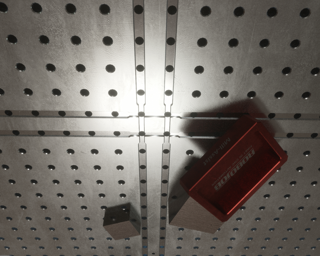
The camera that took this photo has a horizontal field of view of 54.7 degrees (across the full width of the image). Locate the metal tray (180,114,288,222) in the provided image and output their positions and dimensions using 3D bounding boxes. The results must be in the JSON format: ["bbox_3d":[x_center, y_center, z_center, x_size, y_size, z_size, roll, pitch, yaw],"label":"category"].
[{"bbox_3d":[0.102,0.057,0.422,0.130,0.030,0.090,-46,121,1],"label":"metal tray"}]

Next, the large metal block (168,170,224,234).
[{"bbox_3d":[0.066,0.121,0.500,0.081,0.050,0.079,17,128,-14],"label":"large metal block"}]

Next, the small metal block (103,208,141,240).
[{"bbox_3d":[-0.068,0.175,0.560,0.050,0.025,0.050,-16,129,12],"label":"small metal block"}]
